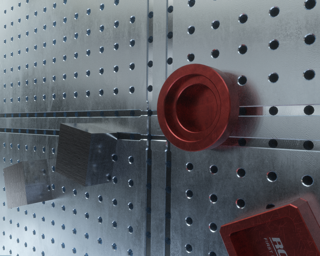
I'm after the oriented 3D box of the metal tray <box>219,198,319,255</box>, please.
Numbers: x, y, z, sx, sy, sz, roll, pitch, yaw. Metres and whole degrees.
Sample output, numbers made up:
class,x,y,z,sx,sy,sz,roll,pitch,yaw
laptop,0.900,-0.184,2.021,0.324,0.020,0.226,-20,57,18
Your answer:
class,x,y,z,sx,sy,sz,roll,pitch,yaw
metal tray,0.125,0.146,0.303,0.090,0.030,0.130,-33,70,35

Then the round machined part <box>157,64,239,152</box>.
class,x,y,z,sx,sy,sz,roll,pitch,yaw
round machined part,0.047,-0.023,0.360,0.098,0.042,0.097,0,90,40

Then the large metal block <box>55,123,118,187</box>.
class,x,y,z,sx,sy,sz,roll,pitch,yaw
large metal block,-0.118,0.039,0.490,0.080,0.050,0.079,14,99,39

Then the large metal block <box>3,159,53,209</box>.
class,x,y,z,sx,sy,sz,roll,pitch,yaw
large metal block,-0.261,0.110,0.609,0.080,0.050,0.080,-19,78,38
